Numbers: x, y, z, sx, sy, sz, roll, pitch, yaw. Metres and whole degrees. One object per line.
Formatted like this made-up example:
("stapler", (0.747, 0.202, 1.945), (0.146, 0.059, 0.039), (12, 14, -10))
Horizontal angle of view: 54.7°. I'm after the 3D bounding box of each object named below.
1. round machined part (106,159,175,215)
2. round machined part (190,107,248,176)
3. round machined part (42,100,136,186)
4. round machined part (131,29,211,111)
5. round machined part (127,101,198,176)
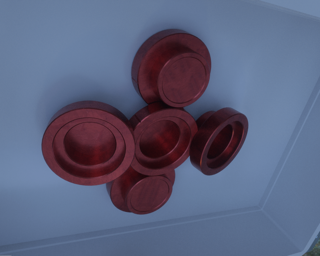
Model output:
("round machined part", (-0.022, 0.082, 0.434), (0.099, 0.042, 0.097), (-14, 124, -21))
("round machined part", (0.076, 0.015, 0.435), (0.099, 0.042, 0.097), (-28, 135, -31))
("round machined part", (-0.078, 0.014, 0.351), (0.099, 0.042, 0.097), (-4, 117, -7))
("round machined part", (0.019, -0.063, 0.367), (0.099, 0.042, 0.097), (-14, 124, -21))
("round machined part", (-0.004, 0.010, 0.398), (0.099, 0.042, 0.097), (-14, 124, -21))
